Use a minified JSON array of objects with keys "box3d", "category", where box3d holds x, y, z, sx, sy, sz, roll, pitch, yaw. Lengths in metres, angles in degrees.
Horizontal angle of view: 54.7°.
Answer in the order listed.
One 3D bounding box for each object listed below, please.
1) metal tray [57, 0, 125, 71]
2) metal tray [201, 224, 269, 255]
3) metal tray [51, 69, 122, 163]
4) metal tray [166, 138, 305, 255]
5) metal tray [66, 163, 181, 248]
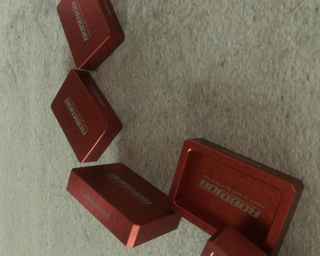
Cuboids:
[{"box3d":[-0.114,-0.169,0.493,0.090,0.030,0.130,-34,69,34],"category":"metal tray"},{"box3d":[0.094,0.166,0.295,0.130,0.030,0.089,36,134,28],"category":"metal tray"},{"box3d":[-0.123,-0.020,0.500,0.090,0.030,0.130,-50,61,28],"category":"metal tray"},{"box3d":[0.074,0.074,0.338,0.130,0.030,0.089,24,105,37],"category":"metal tray"},{"box3d":[-0.046,0.091,0.398,0.130,0.091,0.030,29,108,36],"category":"metal tray"}]
